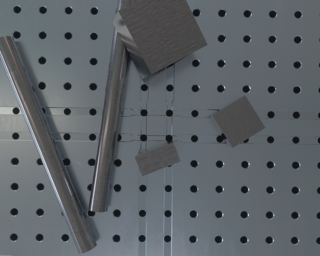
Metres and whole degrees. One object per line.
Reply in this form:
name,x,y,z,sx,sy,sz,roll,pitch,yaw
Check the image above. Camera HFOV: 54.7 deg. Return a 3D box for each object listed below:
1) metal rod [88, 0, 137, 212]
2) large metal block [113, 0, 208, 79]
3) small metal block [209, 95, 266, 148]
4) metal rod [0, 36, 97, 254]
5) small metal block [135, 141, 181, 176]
metal rod,-0.062,-0.039,0.412,0.025,0.025,0.298,8,90,0
large metal block,-0.001,-0.118,0.387,0.080,0.050,0.080,-30,100,-12
small metal block,0.103,-0.008,0.414,0.050,0.025,0.050,-32,90,0
metal rod,-0.152,0.022,0.412,0.025,0.025,0.299,-22,90,0
small metal block,-0.003,0.038,0.401,0.050,0.050,0.025,-21,90,0
